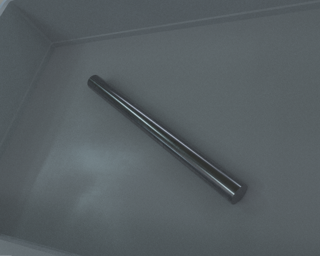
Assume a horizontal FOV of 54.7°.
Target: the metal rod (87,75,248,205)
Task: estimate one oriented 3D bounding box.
[{"bbox_3d":[-0.012,-0.003,0.410,0.025,0.025,0.300,-48,52,-6],"label":"metal rod"}]
